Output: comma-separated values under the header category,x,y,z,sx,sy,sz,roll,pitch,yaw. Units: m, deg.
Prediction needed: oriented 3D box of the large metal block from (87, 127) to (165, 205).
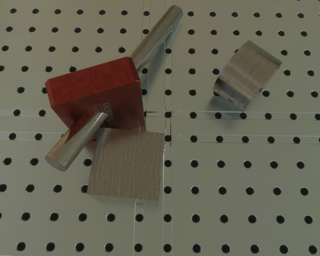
category,x,y,z,sx,sy,sz,roll,pitch,yaw
large metal block,-0.038,0.048,0.380,0.080,0.050,0.080,5,70,1

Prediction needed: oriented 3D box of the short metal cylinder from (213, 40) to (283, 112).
category,x,y,z,sx,sy,sz,roll,pitch,yaw
short metal cylinder,0.115,-0.067,0.409,0.050,0.080,0.080,39,74,12

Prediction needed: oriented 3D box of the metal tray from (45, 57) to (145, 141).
category,x,y,z,sx,sy,sz,roll,pitch,yaw
metal tray,-0.067,-0.026,0.365,0.091,0.130,0.030,-18,72,-7

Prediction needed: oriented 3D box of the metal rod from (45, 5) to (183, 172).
category,x,y,z,sx,sy,sz,roll,pitch,yaw
metal rod,-0.041,-0.071,0.396,0.025,0.025,0.301,26,56,9
